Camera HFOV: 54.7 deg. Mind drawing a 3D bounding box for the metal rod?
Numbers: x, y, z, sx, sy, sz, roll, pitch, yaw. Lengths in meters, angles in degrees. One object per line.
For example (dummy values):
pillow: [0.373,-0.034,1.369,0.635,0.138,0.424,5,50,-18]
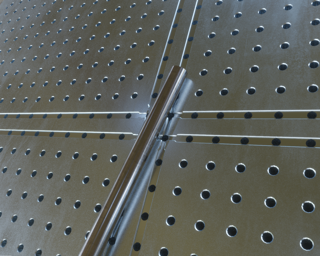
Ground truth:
metal rod: [-0.033,0.047,0.395,0.025,0.025,0.300,13,68,33]
